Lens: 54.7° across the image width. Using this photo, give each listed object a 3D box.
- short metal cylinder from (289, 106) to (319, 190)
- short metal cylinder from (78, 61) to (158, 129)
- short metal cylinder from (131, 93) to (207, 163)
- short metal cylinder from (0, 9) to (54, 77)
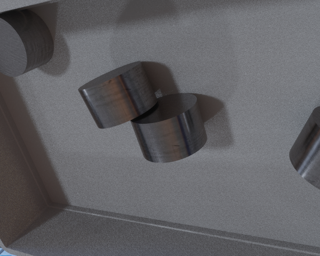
[{"bbox_3d":[0.174,0.021,0.295,0.080,0.080,0.050,23,127,13],"label":"short metal cylinder"},{"bbox_3d":[-0.050,-0.041,0.373,0.080,0.080,0.050,-12,112,33],"label":"short metal cylinder"},{"bbox_3d":[0.010,-0.002,0.365,0.080,0.080,0.050,-4,117,30],"label":"short metal cylinder"},{"bbox_3d":[-0.194,-0.116,0.421,0.080,0.050,0.079,13,124,20],"label":"short metal cylinder"}]
